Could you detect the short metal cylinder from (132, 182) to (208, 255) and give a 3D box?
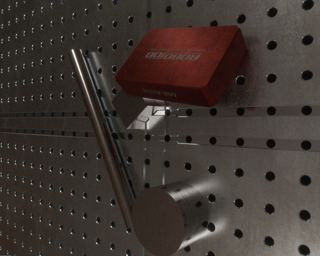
[{"bbox_3d":[0.012,0.110,0.382,0.080,0.050,0.079,0,90,39],"label":"short metal cylinder"}]

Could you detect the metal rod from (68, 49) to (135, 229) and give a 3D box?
[{"bbox_3d":[-0.089,0.006,0.480,0.025,0.025,0.299,-34,69,34],"label":"metal rod"}]

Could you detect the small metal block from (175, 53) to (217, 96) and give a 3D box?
[{"bbox_3d":[0.039,-0.066,0.372,0.050,0.025,0.050,13,106,38],"label":"small metal block"}]

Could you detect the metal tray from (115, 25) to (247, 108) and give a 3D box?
[{"bbox_3d":[0.021,-0.074,0.356,0.130,0.030,0.090,13,62,39],"label":"metal tray"}]

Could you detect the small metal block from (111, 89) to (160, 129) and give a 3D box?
[{"bbox_3d":[-0.035,-0.033,0.436,0.050,0.025,0.050,-46,63,30],"label":"small metal block"}]
